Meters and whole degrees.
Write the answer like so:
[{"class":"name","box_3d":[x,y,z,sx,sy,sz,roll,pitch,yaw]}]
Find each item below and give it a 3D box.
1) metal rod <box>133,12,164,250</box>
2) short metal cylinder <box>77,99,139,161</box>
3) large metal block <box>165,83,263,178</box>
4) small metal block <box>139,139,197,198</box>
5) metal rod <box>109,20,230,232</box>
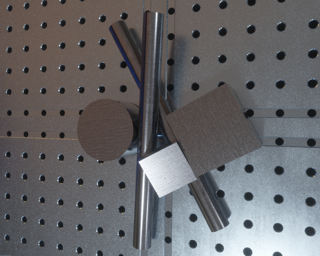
[{"class":"metal rod","box_3d":[-0.016,0.011,0.393,0.025,0.025,0.298,7,100,20]},{"class":"short metal cylinder","box_3d":[-0.062,0.002,0.417,0.080,0.050,0.079,0,90,19]},{"class":"large metal block","box_3d":[0.066,0.003,0.371,0.080,0.050,0.080,-29,81,17]},{"class":"small metal block","box_3d":[0.010,0.047,0.371,0.050,0.025,0.050,-28,96,9]},{"class":"metal rod","box_3d":[0.008,-0.009,0.406,0.025,0.025,0.299,-30,81,17]}]
